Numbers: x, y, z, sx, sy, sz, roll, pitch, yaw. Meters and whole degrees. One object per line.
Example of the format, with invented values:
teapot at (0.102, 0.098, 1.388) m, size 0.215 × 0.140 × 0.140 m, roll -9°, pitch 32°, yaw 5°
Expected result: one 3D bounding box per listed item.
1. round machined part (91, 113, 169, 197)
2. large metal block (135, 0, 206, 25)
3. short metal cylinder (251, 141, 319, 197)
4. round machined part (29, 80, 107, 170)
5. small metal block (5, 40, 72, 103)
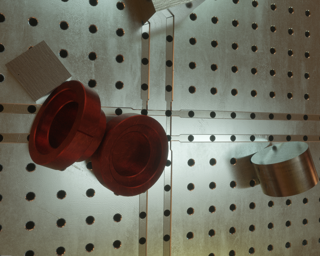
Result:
round machined part at (-0.040, 0.030, 0.377) m, size 0.099 × 0.042 × 0.097 m, roll -10°, pitch 106°, yaw -39°
large metal block at (0.008, -0.191, 0.402) m, size 0.081 × 0.050 × 0.080 m, roll -24°, pitch 98°, yaw -19°
short metal cylinder at (0.180, 0.058, 0.450) m, size 0.081 × 0.080 × 0.050 m, roll -24°, pitch 98°, yaw -18°
round machined part at (-0.098, 0.000, 0.343) m, size 0.042 × 0.098 × 0.098 m, roll 31°, pitch 79°, yaw -43°
small metal block at (-0.140, -0.065, 0.361) m, size 0.050 × 0.025 × 0.050 m, roll -40°, pitch 103°, yaw -16°
